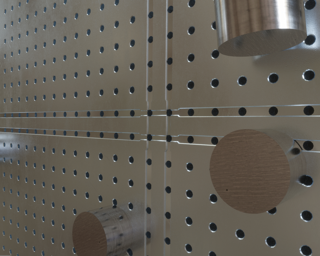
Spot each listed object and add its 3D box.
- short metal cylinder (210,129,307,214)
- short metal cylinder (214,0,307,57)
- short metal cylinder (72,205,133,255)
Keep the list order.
[{"bbox_3d":[0.098,0.041,0.312,0.080,0.050,0.079,0,90,40],"label":"short metal cylinder"},{"bbox_3d":[0.094,-0.104,0.296,0.080,0.081,0.050,-7,86,40],"label":"short metal cylinder"},{"bbox_3d":[-0.086,0.161,0.465,0.080,0.050,0.079,0,90,40],"label":"short metal cylinder"}]
